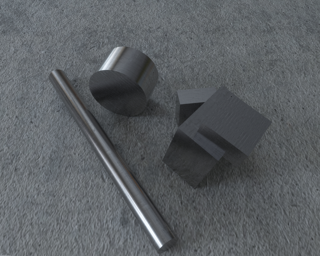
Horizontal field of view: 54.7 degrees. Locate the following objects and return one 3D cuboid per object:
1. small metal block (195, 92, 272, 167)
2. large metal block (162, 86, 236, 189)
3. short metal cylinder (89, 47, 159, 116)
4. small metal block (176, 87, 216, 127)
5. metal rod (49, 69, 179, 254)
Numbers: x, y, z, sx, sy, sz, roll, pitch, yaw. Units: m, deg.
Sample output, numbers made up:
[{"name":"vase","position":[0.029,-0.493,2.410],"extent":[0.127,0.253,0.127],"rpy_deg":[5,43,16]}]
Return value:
[{"name":"small metal block","position":[0.071,0.001,0.300],"extent":[0.050,0.025,0.050],"rpy_deg":[38,59,10]},{"name":"large metal block","position":[0.055,0.012,0.352],"extent":[0.050,0.080,0.080],"rpy_deg":[41,60,12]},{"name":"short metal cylinder","position":[-0.048,-0.062,0.419],"extent":[0.080,0.080,0.050],"rpy_deg":[14,52,11]},{"name":"small metal block","position":[0.048,-0.025,0.409],"extent":[0.050,0.050,0.025],"rpy_deg":[-6,51,-5]},{"name":"metal rod","position":[-0.073,0.019,0.385],"extent":[0.025,0.025,0.300],"rpy_deg":[-26,55,-21]}]
